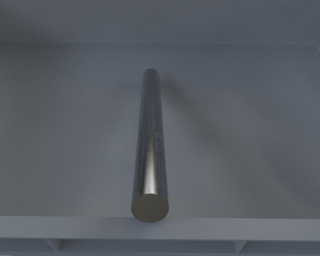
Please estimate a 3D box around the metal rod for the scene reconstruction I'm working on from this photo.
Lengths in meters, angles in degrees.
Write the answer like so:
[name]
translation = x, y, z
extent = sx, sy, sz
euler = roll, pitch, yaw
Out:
[metal rod]
translation = -0.010, -0.013, 0.339
extent = 0.025, 0.025, 0.300
euler = -1, 26, -1
